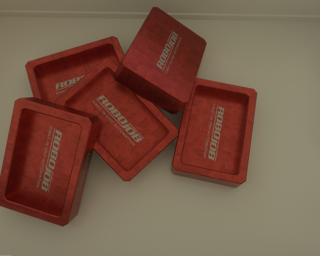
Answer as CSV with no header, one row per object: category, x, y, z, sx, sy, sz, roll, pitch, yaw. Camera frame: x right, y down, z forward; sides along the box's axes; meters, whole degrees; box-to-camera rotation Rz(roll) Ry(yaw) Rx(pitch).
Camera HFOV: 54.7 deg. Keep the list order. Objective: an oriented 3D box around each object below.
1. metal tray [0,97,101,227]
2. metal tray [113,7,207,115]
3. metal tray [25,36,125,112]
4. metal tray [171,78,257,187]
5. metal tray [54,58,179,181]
metal tray,-0.130,0.038,0.359,0.090,0.030,0.129,16,99,5
metal tray,0.006,-0.091,0.402,0.090,0.030,0.130,31,51,-13
metal tray,-0.107,-0.066,0.428,0.131,0.030,0.090,-19,71,-8
metal tray,0.071,0.004,0.405,0.090,0.030,0.130,12,70,4
metal tray,-0.052,-0.010,0.385,0.090,0.030,0.130,-43,91,-8
